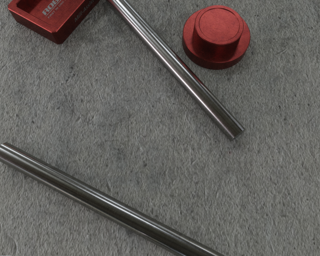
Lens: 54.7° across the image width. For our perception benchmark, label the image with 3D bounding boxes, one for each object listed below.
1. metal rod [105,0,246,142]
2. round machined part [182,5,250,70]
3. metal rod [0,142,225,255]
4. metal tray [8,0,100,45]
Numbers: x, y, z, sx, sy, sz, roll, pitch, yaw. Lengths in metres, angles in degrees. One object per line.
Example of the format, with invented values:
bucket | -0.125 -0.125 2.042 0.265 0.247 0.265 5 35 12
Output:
metal rod | 0.011 -0.102 0.445 0.025 0.025 0.300 -36 74 -12
round machined part | 0.083 -0.138 0.450 0.099 0.042 0.098 0 70 0
metal rod | -0.067 0.093 0.373 0.301 0.025 0.025 25 72 8
metal tray | -0.153 -0.201 0.477 0.090 0.030 0.130 30 73 10
